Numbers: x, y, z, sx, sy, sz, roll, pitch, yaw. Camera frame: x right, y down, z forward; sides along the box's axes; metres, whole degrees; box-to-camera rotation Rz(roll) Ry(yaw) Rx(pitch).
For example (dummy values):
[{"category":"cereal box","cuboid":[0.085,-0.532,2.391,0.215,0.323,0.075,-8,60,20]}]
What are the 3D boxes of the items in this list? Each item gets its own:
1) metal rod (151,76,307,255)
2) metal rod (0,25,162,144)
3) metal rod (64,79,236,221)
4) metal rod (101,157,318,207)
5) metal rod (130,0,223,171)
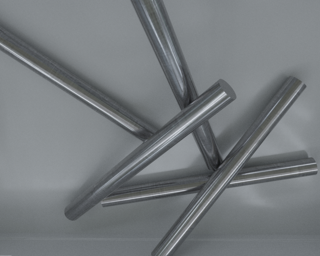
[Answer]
[{"category":"metal rod","cuboid":[0.087,0.061,0.410,0.025,0.025,0.299,35,97,-12]},{"category":"metal rod","cuboid":[-0.122,-0.062,0.386,0.301,0.025,0.025,34,106,-12]},{"category":"metal rod","cuboid":[-0.032,0.044,0.378,0.025,0.025,0.299,41,123,-14]},{"category":"metal rod","cuboid":[0.066,0.078,0.440,0.302,0.025,0.025,-9,110,3]},{"category":"metal rod","cuboid":[0.025,-0.043,0.329,0.025,0.025,0.299,-22,135,8]}]
